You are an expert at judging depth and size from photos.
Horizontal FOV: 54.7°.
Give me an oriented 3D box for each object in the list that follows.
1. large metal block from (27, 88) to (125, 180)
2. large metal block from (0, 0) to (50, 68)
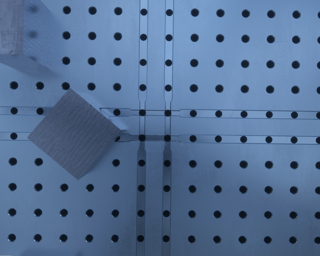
[{"bbox_3d":[-0.104,0.007,0.400,0.080,0.050,0.080,40,90,-1],"label":"large metal block"},{"bbox_3d":[-0.177,-0.122,0.383,0.050,0.080,0.079,1,90,0],"label":"large metal block"}]
